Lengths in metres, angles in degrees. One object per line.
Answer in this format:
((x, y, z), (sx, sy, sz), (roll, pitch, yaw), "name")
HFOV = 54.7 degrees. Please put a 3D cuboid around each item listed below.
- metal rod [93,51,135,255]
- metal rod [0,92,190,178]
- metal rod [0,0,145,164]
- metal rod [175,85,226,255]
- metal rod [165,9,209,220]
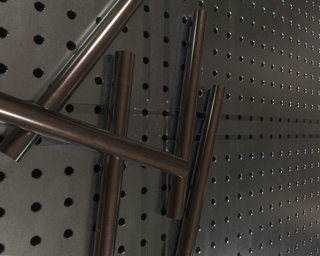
((-0.056, 0.059, 0.363), (0.025, 0.025, 0.298), (9, 84, -40), "metal rod")
((-0.080, 0.006, 0.309), (0.302, 0.025, 0.025), (23, 76, -38), "metal rod")
((-0.073, -0.092, 0.349), (0.025, 0.025, 0.300), (45, 63, -31), "metal rod")
((0.058, 0.079, 0.460), (0.025, 0.025, 0.299), (22, 76, -38), "metal rod")
((0.040, -0.023, 0.444), (0.025, 0.025, 0.298), (13, 82, -40), "metal rod")
